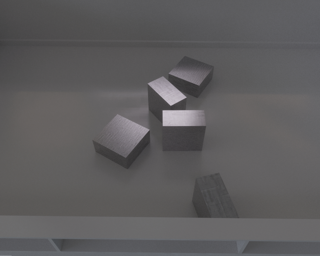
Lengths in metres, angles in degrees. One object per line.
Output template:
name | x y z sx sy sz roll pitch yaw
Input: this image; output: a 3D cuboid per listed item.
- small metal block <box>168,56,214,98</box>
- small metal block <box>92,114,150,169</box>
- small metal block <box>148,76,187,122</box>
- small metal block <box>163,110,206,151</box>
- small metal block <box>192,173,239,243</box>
small metal block | 0.047 -0.079 0.471 0.050 0.025 0.050 25 54 19
small metal block | -0.048 0.016 0.391 0.050 0.025 0.050 26 55 20
small metal block | 0.009 -0.032 0.416 0.025 0.050 0.050 -29 56 -22
small metal block | 0.028 0.004 0.385 0.050 0.050 0.025 0 50 0
small metal block | 0.055 0.083 0.320 0.025 0.050 0.050 -12 51 -9
